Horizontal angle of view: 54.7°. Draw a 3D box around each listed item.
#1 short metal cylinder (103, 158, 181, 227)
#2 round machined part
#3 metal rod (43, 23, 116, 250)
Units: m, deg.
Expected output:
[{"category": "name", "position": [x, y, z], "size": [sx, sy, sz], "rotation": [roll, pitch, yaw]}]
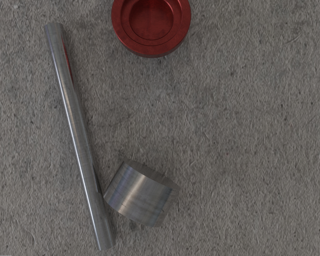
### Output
[{"category": "short metal cylinder", "position": [-0.022, 0.078, 0.382], "size": [0.080, 0.080, 0.050], "rotation": [28, 90, 0]}, {"category": "round machined part", "position": [-0.011, -0.139, 0.401], "size": [0.099, 0.042, 0.097], "rotation": [0, 90, 0]}, {"category": "metal rod", "position": [-0.106, 0.011, 0.409], "size": [0.025, 0.025, 0.298], "rotation": [-14, 90, 0]}]
